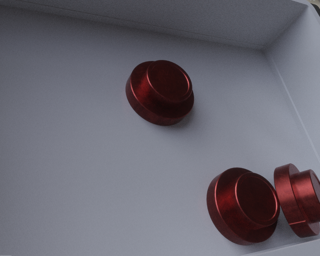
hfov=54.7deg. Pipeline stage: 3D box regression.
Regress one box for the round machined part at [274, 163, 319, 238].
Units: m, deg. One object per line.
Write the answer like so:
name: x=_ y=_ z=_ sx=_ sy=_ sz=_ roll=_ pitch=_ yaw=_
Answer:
round machined part: x=0.195 y=0.094 z=0.417 sx=0.098 sy=0.042 sz=0.098 roll=36 pitch=41 yaw=-39

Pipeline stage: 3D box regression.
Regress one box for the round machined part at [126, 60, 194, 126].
round machined part: x=0.006 y=-0.055 z=0.431 sx=0.099 sy=0.042 sz=0.098 roll=14 pitch=56 yaw=-21

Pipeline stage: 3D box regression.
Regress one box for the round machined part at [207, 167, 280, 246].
round machined part: x=0.113 y=0.096 z=0.397 sx=0.099 sy=0.042 sz=0.098 roll=14 pitch=56 yaw=-21
